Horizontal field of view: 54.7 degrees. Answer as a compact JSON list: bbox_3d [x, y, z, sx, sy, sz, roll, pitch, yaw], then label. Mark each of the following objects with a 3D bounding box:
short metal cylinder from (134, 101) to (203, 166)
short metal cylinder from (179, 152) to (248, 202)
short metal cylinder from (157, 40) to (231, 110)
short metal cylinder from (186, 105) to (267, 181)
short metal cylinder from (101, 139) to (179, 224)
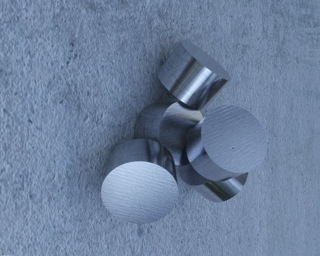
[{"bbox_3d":[0.013,0.006,0.401,0.081,0.050,0.080,0,89,-40],"label":"short metal cylinder"},{"bbox_3d":[0.074,0.056,0.432,0.050,0.080,0.080,42,64,-32],"label":"short metal cylinder"},{"bbox_3d":[0.044,-0.068,0.399,0.080,0.080,0.050,17,122,-39],"label":"short metal cylinder"},{"bbox_3d":[0.077,0.019,0.368,0.081,0.050,0.080,5,69,-14],"label":"short metal cylinder"},{"bbox_3d":[-0.021,0.059,0.345,0.081,0.050,0.079,-1,115,-1],"label":"short metal cylinder"}]
